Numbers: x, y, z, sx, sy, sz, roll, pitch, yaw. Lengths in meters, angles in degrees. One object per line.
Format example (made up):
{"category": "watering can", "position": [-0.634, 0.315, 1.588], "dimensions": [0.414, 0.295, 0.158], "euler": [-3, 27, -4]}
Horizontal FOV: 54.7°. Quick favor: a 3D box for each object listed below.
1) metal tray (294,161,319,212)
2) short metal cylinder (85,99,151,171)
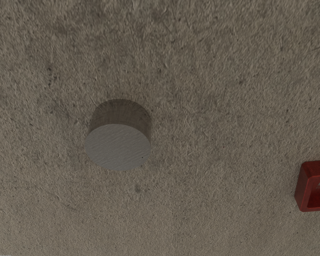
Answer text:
{"category": "metal tray", "position": [0.285, 0.088, 0.481], "dimensions": [0.131, 0.030, 0.089], "euler": [-6, 130, 5]}
{"category": "short metal cylinder", "position": [-0.051, 0.009, 0.398], "dimensions": [0.081, 0.050, 0.079], "euler": [0, 130, 0]}
